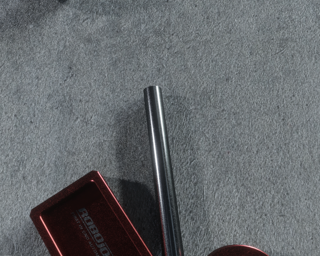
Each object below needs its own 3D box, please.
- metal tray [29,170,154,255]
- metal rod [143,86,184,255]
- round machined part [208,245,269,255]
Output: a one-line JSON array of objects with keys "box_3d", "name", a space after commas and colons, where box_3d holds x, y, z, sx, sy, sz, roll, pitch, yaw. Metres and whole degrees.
[{"box_3d": [-0.077, 0.127, 0.358, 0.090, 0.030, 0.130, -33, 74, -12], "name": "metal tray"}, {"box_3d": [0.008, 0.087, 0.376, 0.025, 0.025, 0.299, -6, 70, -3], "name": "metal rod"}, {"box_3d": [0.085, 0.178, 0.335, 0.099, 0.042, 0.098, 0, 70, -1], "name": "round machined part"}]
